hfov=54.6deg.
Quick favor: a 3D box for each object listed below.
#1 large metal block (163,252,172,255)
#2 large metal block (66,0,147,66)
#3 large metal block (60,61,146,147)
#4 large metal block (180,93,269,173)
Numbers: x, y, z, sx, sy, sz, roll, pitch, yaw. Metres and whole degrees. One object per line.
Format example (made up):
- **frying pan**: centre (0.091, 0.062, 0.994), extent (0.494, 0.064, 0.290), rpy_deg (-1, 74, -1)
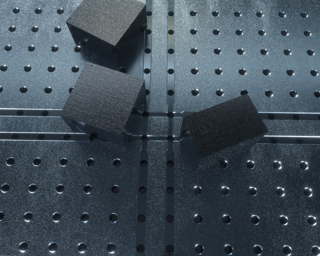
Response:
- **large metal block**: centre (0.020, 0.190, 0.329), extent (0.080, 0.050, 0.080), rpy_deg (29, 73, 10)
- **large metal block**: centre (-0.075, -0.152, 0.454), extent (0.080, 0.050, 0.080), rpy_deg (28, 72, 10)
- **large metal block**: centre (-0.071, -0.030, 0.409), extent (0.080, 0.050, 0.080), rpy_deg (18, 71, 6)
- **large metal block**: centre (0.073, 0.009, 0.380), extent (0.080, 0.080, 0.050), rpy_deg (-21, 72, -7)
